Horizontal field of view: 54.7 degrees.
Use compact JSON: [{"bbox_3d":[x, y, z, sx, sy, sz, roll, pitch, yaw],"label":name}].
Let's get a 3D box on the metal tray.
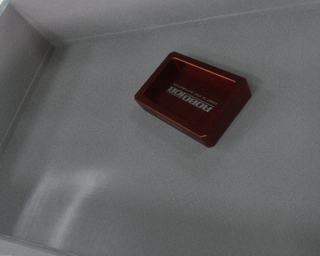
[{"bbox_3d":[0.039,-0.042,0.406,0.130,0.030,0.090,32,79,37],"label":"metal tray"}]
